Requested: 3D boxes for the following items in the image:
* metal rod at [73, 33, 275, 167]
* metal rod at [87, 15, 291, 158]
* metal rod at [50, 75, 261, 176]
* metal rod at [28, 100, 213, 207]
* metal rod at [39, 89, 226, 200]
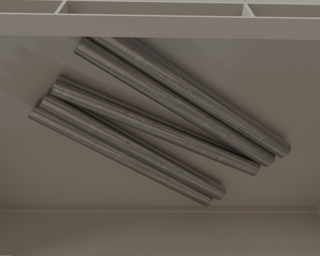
[{"bbox_3d":[0.035,-0.023,0.388,0.301,0.025,0.025,29,124,-23],"label":"metal rod"},{"bbox_3d":[0.052,-0.037,0.376,0.301,0.025,0.025,29,124,-23],"label":"metal rod"},{"bbox_3d":[0.008,0.004,0.411,0.302,0.025,0.025,23,127,-19],"label":"metal rod"},{"bbox_3d":[-0.040,0.047,0.447,0.301,0.025,0.025,31,124,-24],"label":"metal rod"},{"bbox_3d":[-0.022,0.033,0.436,0.301,0.025,0.025,31,124,-24],"label":"metal rod"}]
